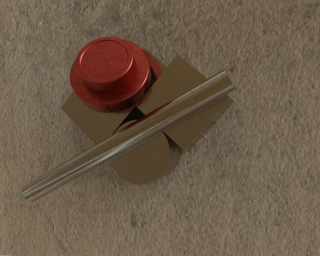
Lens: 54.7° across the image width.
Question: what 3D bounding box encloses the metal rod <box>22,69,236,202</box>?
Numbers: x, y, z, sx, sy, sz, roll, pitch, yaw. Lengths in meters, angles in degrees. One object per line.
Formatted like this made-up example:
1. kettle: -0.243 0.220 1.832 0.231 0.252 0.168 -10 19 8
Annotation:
1. metal rod: -0.050 0.018 0.374 0.300 0.025 0.025 -29 81 17

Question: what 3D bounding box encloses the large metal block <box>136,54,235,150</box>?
1. large metal block: 0.032 -0.031 0.385 0.080 0.050 0.080 43 103 14

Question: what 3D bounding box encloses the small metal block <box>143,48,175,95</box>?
1. small metal block: -0.015 -0.069 0.414 0.050 0.025 0.050 44 103 14

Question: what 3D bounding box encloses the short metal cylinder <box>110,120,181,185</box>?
1. short metal cylinder: -0.018 0.029 0.402 0.080 0.050 0.079 0 90 19

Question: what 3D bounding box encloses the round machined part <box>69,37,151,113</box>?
1. round machined part: -0.062 -0.071 0.375 0.099 0.042 0.098 -3 64 6

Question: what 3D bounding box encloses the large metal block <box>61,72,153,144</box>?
1. large metal block: -0.071 -0.029 0.420 0.080 0.050 0.080 44 103 14
